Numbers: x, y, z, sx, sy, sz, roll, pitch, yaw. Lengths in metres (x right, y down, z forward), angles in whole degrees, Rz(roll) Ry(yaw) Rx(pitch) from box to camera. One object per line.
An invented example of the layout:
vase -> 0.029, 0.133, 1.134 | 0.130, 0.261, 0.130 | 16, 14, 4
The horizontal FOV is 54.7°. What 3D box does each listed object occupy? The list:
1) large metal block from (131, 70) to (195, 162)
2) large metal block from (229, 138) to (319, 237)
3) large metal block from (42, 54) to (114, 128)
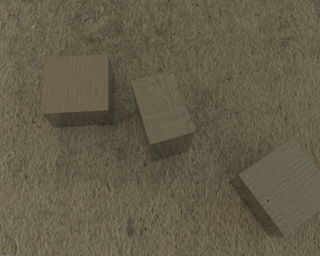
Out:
large metal block -> 0.002, -0.011, 0.383 | 0.050, 0.080, 0.080 | -16, 71, -6
large metal block -> 0.144, 0.072, 0.369 | 0.080, 0.050, 0.080 | -32, 73, -11
large metal block -> -0.105, -0.048, 0.412 | 0.081, 0.050, 0.080 | -3, 70, -1
